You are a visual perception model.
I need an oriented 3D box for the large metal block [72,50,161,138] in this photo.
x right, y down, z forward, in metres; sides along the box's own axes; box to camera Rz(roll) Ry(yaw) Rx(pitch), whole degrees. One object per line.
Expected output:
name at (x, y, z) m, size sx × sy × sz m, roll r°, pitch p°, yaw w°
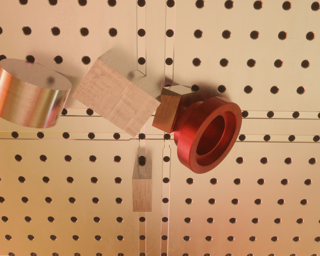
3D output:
large metal block at (-0.046, -0.044, 0.367) m, size 0.080 × 0.080 × 0.050 m, roll 35°, pitch 106°, yaw -12°

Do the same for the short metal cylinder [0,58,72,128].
short metal cylinder at (-0.153, -0.042, 0.367) m, size 0.080 × 0.080 × 0.050 m, roll 24°, pitch 108°, yaw -9°

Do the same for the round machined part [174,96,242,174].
round machined part at (0.056, 0.005, 0.389) m, size 0.099 × 0.042 × 0.097 m, roll -28°, pitch 134°, yaw -33°

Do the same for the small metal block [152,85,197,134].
small metal block at (0.019, -0.025, 0.388) m, size 0.025 × 0.050 × 0.050 m, roll 25°, pitch 111°, yaw 22°

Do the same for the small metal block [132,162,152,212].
small metal block at (-0.024, 0.080, 0.429) m, size 0.025 × 0.050 × 0.050 m, roll 0°, pitch 110°, yaw -1°
